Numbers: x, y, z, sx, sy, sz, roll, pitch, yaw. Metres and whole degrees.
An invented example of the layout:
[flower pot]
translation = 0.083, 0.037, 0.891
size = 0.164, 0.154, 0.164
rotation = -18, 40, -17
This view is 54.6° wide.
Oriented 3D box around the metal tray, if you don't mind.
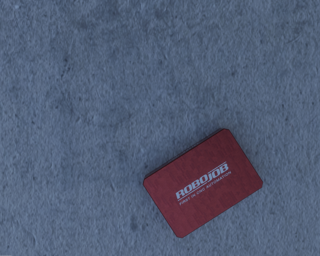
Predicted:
[metal tray]
translation = 0.055, 0.070, 0.408
size = 0.130, 0.030, 0.090
rotation = -33, 90, 0
